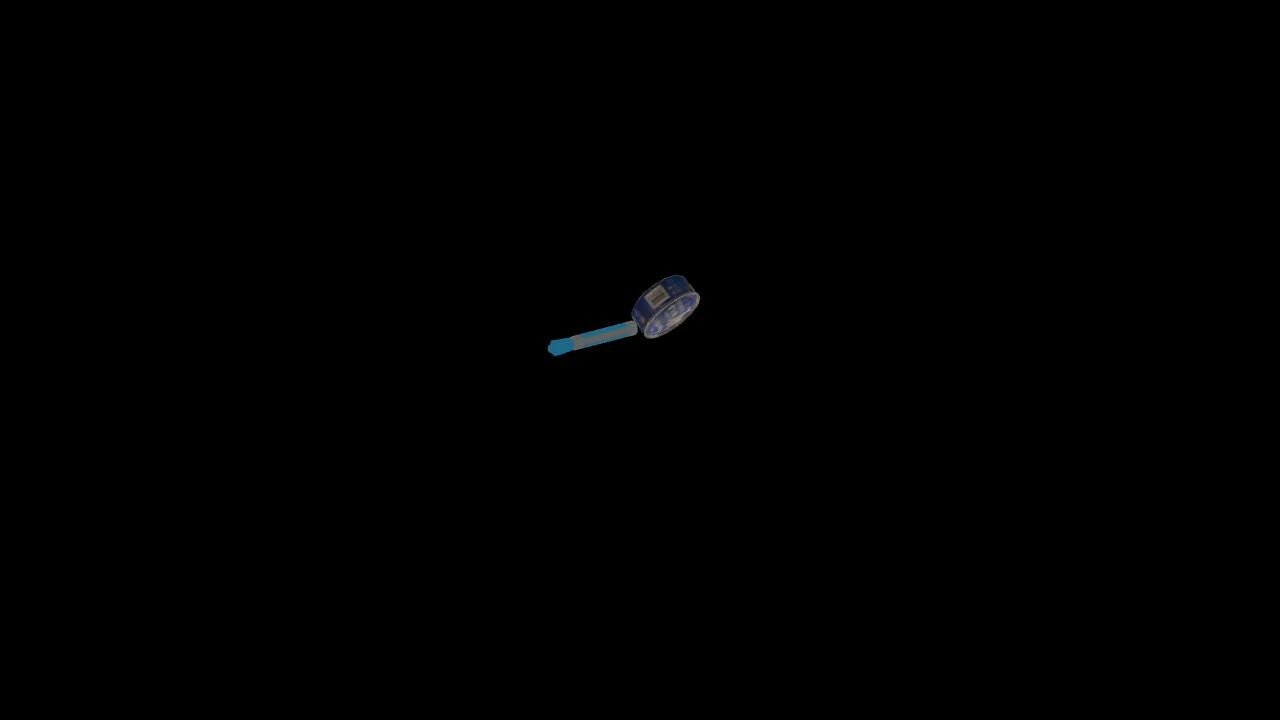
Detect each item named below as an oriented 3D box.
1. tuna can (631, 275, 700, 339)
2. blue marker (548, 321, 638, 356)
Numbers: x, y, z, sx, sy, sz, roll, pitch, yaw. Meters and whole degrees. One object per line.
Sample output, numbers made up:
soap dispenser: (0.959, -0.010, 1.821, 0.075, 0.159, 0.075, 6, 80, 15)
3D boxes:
tuna can: (0.031, -0.066, 0.757, 0.084, 0.034, 0.084, -33, -18, -12)
blue marker: (-0.055, -0.026, 0.734, 0.121, 0.020, 0.020, -16, 9, -35)
